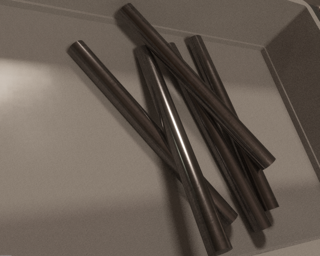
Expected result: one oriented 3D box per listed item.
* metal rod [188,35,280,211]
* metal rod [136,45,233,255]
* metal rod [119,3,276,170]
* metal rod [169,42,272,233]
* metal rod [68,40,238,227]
[{"bbox_3d":[0.105,-0.020,0.476,0.025,0.025,0.299,-5,64,-31],"label":"metal rod"},{"bbox_3d":[0.017,0.003,0.382,0.025,0.025,0.299,1,51,-28],"label":"metal rod"},{"bbox_3d":[0.049,-0.062,0.437,0.300,0.025,0.025,48,51,6],"label":"metal rod"},{"bbox_3d":[0.073,0.001,0.445,0.025,0.025,0.299,-13,68,-34],"label":"metal rod"},{"bbox_3d":[-0.012,0.004,0.397,0.300,0.025,0.025,48,51,5],"label":"metal rod"}]
